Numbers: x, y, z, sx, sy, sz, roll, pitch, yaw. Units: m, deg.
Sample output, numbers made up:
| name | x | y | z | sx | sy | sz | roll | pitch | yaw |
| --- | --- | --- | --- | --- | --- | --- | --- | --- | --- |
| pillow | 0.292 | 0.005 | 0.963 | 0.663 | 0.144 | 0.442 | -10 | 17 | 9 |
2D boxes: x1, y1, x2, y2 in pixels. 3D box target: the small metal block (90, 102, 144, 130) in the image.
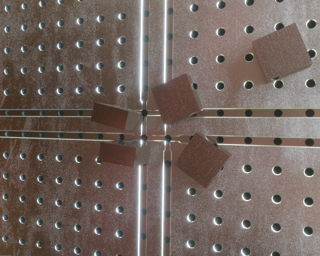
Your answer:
| name | x | y | z | sx | sy | sz | roll | pitch | yaw |
| --- | --- | --- | --- | --- | --- | --- | --- | --- | --- |
| small metal block | -0.056 | -0.015 | 0.418 | 0.050 | 0.050 | 0.025 | 15 | 95 | 19 |

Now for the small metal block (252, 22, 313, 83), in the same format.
| name | x | y | z | sx | sy | sz | roll | pitch | yaw |
| --- | --- | --- | --- | --- | --- | --- | --- | --- | --- |
| small metal block | 0.142 | -0.086 | 0.363 | 0.050 | 0.025 | 0.050 | -22 | 83 | 18 |

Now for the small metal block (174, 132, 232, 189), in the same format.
| name | x | y | z | sx | sy | sz | roll | pitch | yaw |
| --- | --- | --- | --- | --- | --- | --- | --- | --- | --- |
| small metal block | 0.055 | 0.040 | 0.393 | 0.050 | 0.025 | 0.050 | 37 | 101 | 16 |

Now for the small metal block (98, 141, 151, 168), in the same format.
| name | x | y | z | sx | sy | sz | roll | pitch | yaw |
| --- | --- | --- | --- | --- | --- | --- | --- | --- | --- |
| small metal block | -0.046 | 0.033 | 0.415 | 0.050 | 0.050 | 0.025 | 8 | 93 | 19 |

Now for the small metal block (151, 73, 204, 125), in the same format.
| name | x | y | z | sx | sy | sz | roll | pitch | yaw |
| --- | --- | --- | --- | --- | --- | --- | --- | --- | --- |
| small metal block | 0.023 | -0.037 | 0.404 | 0.050 | 0.025 | 0.050 | -22 | 83 | 18 |
